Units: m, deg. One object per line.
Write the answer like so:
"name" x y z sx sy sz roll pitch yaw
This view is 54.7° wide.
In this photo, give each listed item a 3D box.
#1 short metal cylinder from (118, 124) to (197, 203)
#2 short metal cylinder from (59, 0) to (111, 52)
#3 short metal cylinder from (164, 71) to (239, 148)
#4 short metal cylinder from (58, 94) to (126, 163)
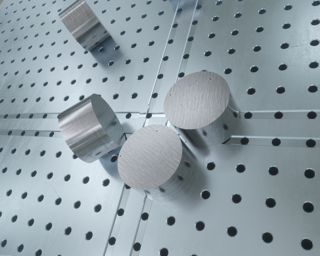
"short metal cylinder" -0.002 0.042 0.366 0.080 0.050 0.080 -13 56 20
"short metal cylinder" -0.133 -0.184 0.554 0.050 0.080 0.080 -36 51 4
"short metal cylinder" 0.051 -0.022 0.378 0.080 0.050 0.080 -13 56 20
"short metal cylinder" -0.090 0.001 0.418 0.050 0.080 0.080 -29 52 10
